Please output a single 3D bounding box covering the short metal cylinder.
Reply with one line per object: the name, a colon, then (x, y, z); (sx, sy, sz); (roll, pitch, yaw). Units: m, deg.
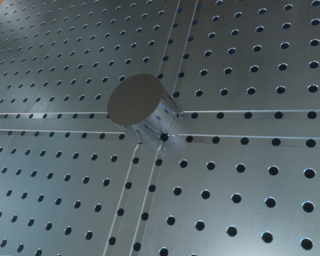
short metal cylinder: (-0.023, -0.026, 0.419); (0.080, 0.050, 0.080); (-13, 57, 20)
